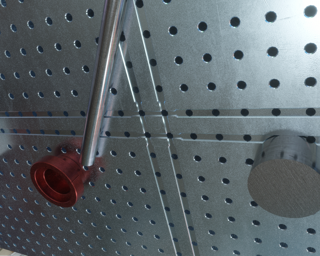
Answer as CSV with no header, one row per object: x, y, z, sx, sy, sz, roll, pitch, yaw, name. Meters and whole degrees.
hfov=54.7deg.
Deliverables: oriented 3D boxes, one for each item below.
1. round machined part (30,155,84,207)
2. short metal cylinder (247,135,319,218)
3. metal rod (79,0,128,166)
-0.174,0.088,0.544,0.098,0.042,0.097,13,124,20,round machined part
0.145,0.054,0.352,0.080,0.050,0.079,13,124,20,short metal cylinder
-0.079,-0.059,0.414,0.025,0.025,0.298,28,128,10,metal rod
